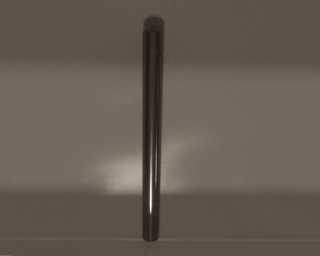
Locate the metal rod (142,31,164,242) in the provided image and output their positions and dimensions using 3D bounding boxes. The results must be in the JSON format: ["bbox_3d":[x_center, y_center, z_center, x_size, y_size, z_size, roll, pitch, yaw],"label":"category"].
[{"bbox_3d":[-0.011,0.025,0.420,0.025,0.025,0.298,1,110,-1],"label":"metal rod"}]
